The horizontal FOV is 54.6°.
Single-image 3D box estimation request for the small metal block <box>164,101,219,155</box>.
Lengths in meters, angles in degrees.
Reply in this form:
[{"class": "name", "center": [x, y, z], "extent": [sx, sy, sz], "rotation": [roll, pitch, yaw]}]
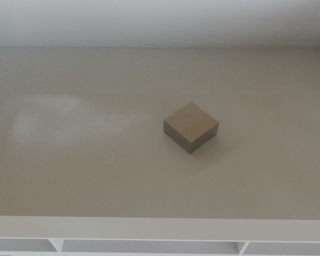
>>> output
[{"class": "small metal block", "center": [0.040, -0.001, 0.406], "extent": [0.050, 0.025, 0.050], "rotation": [-34, 58, -25]}]
